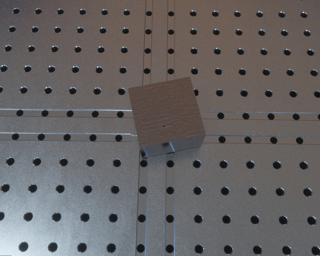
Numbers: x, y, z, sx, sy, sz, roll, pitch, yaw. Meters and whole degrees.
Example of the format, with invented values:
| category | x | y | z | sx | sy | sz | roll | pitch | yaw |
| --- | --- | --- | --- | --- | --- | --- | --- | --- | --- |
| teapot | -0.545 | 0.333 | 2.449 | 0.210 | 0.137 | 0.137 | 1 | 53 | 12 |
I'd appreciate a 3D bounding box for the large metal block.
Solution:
| category | x | y | z | sx | sy | sz | roll | pitch | yaw |
| --- | --- | --- | --- | --- | --- | --- | --- | --- | --- |
| large metal block | 0.007 | -0.013 | 0.402 | 0.080 | 0.050 | 0.080 | -11 | 71 | -4 |
